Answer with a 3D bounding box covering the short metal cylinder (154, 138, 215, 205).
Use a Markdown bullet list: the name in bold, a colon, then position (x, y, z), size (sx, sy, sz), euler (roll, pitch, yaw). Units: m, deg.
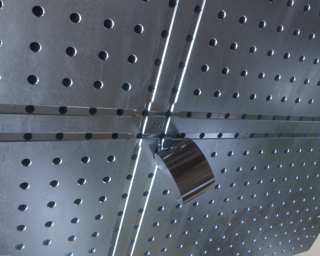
- **short metal cylinder**: position (0.033, 0.060, 0.433), size (0.050, 0.080, 0.080), euler (-27, 128, -12)
